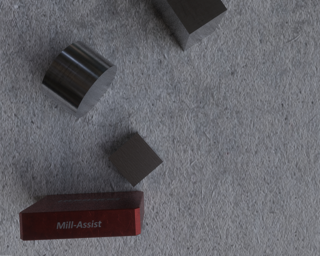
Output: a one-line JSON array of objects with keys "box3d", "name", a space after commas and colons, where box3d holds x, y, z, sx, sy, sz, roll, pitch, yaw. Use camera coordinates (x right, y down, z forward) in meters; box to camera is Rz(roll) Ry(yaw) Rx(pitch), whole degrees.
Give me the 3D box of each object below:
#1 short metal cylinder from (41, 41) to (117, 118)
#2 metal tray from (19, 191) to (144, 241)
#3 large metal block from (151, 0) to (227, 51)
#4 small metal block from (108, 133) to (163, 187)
[{"box3d": [-0.098, -0.059, 0.382, 0.050, 0.080, 0.080, 37, 90, 0], "name": "short metal cylinder"}, {"box3d": [-0.087, 0.103, 0.376, 0.131, 0.090, 0.030, -2, 90, 0], "name": "metal tray"}, {"box3d": [0.031, -0.151, 0.382, 0.050, 0.080, 0.080, -34, 90, 0], "name": "large metal block"}, {"box3d": [-0.031, 0.041, 0.410, 0.050, 0.025, 0.050, -41, 90, 0], "name": "small metal block"}]
